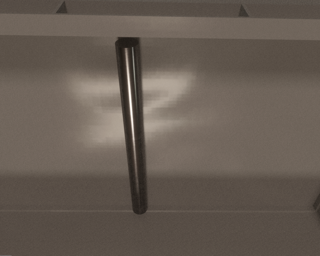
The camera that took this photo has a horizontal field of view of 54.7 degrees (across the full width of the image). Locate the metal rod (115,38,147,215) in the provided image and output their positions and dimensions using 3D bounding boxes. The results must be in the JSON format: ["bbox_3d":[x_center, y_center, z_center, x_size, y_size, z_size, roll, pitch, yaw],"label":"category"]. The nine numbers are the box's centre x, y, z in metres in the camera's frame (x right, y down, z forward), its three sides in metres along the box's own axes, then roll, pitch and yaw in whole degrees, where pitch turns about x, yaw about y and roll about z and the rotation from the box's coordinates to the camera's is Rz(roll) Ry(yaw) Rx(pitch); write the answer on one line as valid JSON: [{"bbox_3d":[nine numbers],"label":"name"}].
[{"bbox_3d":[-0.035,0.022,0.427,0.025,0.025,0.298,-1,130,0],"label":"metal rod"}]
